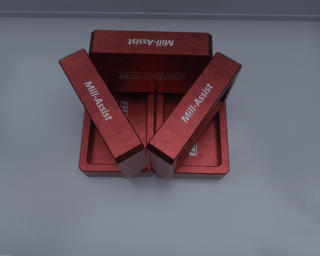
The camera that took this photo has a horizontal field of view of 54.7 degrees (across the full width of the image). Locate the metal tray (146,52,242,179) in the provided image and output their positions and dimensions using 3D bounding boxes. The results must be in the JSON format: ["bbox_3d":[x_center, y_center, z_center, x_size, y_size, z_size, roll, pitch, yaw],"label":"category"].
[{"bbox_3d":[0.037,-0.010,0.344,0.030,0.090,0.130,34,74,11],"label":"metal tray"}]

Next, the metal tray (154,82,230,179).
[{"bbox_3d":[0.040,-0.001,0.406,0.091,0.030,0.130,1,69,1],"label":"metal tray"}]

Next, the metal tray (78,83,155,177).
[{"bbox_3d":[-0.052,-0.003,0.407,0.091,0.030,0.130,0,69,0],"label":"metal tray"}]

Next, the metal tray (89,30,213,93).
[{"bbox_3d":[-0.009,-0.075,0.368,0.131,0.090,0.030,2,71,1],"label":"metal tray"}]

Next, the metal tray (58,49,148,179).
[{"bbox_3d":[-0.060,-0.012,0.345,0.030,0.090,0.130,-30,73,-10],"label":"metal tray"}]
